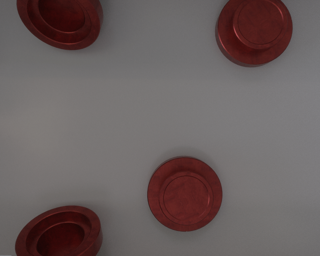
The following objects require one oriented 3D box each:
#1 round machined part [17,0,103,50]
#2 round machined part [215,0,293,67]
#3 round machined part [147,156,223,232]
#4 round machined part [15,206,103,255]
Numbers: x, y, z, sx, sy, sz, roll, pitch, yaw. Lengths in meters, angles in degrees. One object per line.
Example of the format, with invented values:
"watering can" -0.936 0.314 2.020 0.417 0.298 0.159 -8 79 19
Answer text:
"round machined part" -0.119 -0.148 0.383 0.099 0.097 0.042 6 55 0
"round machined part" 0.125 -0.132 0.404 0.099 0.042 0.097 0 90 0
"round machined part" 0.033 0.087 0.403 0.099 0.042 0.097 0 90 0
"round machined part" -0.120 0.143 0.379 0.099 0.098 0.042 -4 116 0
